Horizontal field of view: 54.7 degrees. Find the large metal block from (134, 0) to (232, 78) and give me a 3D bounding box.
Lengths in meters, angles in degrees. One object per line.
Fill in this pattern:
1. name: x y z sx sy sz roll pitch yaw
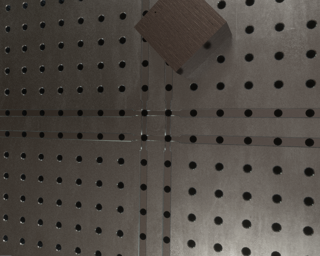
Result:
1. large metal block: 0.030 -0.122 0.388 0.080 0.050 0.080 -44 77 14
